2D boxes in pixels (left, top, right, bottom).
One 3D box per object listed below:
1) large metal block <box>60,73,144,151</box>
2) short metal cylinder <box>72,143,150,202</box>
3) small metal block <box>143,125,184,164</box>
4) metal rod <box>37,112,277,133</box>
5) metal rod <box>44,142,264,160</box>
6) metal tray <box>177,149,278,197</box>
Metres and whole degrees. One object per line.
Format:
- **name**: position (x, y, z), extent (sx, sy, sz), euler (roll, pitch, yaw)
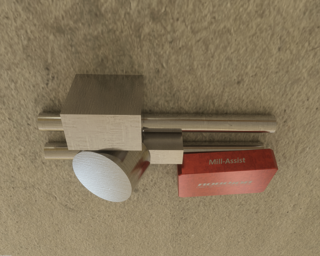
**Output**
- **large metal block**: position (-0.060, -0.020, 0.355), extent (0.081, 0.080, 0.050), euler (1, 130, -1)
- **short metal cylinder**: position (-0.059, 0.045, 0.383), extent (0.080, 0.050, 0.079), euler (15, 131, 18)
- **small metal block**: position (0.004, 0.021, 0.409), extent (0.050, 0.050, 0.025), euler (1, 130, -1)
- **metal rod**: position (-0.003, -0.007, 0.403), extent (0.302, 0.025, 0.025), euler (1, 130, -1)
- **metal rod**: position (-0.008, 0.032, 0.436), extent (0.302, 0.025, 0.025), euler (0, 130, -1)
- **metal tray**: position (0.091, 0.067, 0.445), extent (0.131, 0.030, 0.090), euler (-4, 148, 1)
